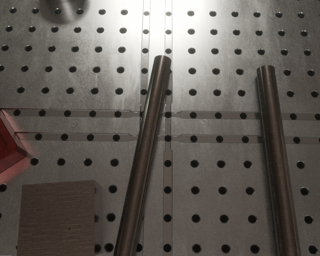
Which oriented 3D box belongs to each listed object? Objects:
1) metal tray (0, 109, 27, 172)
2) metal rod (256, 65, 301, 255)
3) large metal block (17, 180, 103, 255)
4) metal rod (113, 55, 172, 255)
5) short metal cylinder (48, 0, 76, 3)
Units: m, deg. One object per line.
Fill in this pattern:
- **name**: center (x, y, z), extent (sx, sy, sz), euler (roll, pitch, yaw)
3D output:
- **metal tray**: center (-0.253, 0.032, 0.394), extent (0.131, 0.030, 0.090), euler (-34, 74, -12)
- **metal rod**: center (0.151, 0.057, 0.392), extent (0.025, 0.025, 0.299), euler (0, 70, 0)
- **large metal block**: center (-0.111, 0.107, 0.358), extent (0.081, 0.050, 0.080), euler (-4, 70, -2)
- **metal rod**: center (-0.021, 0.040, 0.396), extent (0.025, 0.025, 0.299), euler (9, 70, 3)
- **short metal cylinder**: center (-0.158, -0.245, 0.486), extent (0.081, 0.050, 0.080), euler (0, 70, 0)
